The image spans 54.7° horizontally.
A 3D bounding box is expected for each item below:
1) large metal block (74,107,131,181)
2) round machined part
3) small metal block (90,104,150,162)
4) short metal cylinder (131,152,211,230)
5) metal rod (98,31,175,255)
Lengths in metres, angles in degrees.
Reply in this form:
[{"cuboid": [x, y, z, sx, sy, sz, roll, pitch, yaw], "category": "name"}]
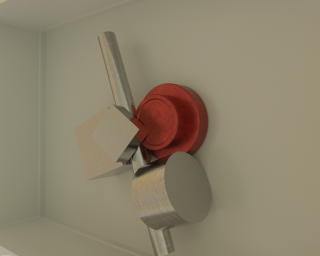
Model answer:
[{"cuboid": [-0.070, 0.023, 0.441, 0.080, 0.050, 0.080, -26, 74, 37], "category": "large metal block"}, {"cuboid": [0.007, -0.007, 0.386, 0.098, 0.042, 0.097, 0, 90, 39], "category": "round machined part"}, {"cuboid": [-0.049, 0.007, 0.381, 0.050, 0.025, 0.050, 42, 104, 24], "category": "small metal block"}, {"cuboid": [0.014, 0.073, 0.356, 0.050, 0.081, 0.080, -26, 74, 37], "category": "short metal cylinder"}, {"cuboid": [-0.035, 0.010, 0.404, 0.025, 0.025, 0.299, -26, 74, 37], "category": "metal rod"}]
